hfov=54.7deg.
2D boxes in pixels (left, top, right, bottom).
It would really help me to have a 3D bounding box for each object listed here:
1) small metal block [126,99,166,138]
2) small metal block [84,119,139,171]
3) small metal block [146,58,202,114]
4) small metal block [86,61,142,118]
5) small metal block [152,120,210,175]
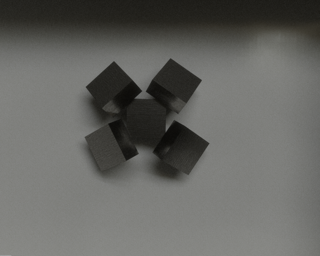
[{"bbox_3d":[-0.017,-0.012,0.409,0.050,0.025,0.050,2,90,0],"label":"small metal block"},{"bbox_3d":[-0.062,0.022,0.397,0.050,0.025,0.050,-26,90,37],"label":"small metal block"},{"bbox_3d":[0.018,-0.054,0.397,0.050,0.025,0.050,35,53,-1],"label":"small metal block"},{"bbox_3d":[-0.059,-0.050,0.396,0.050,0.025,0.050,-42,53,0],"label":"small metal block"},{"bbox_3d":[0.027,0.026,0.398,0.050,0.025,0.050,34,90,-35],"label":"small metal block"}]
